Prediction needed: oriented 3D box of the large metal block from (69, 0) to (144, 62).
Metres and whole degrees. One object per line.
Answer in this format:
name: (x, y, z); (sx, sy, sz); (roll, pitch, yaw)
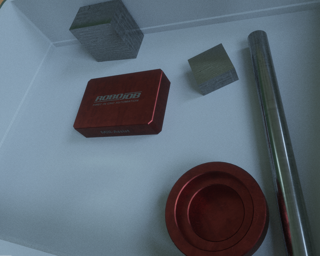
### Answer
large metal block: (-0.085, -0.156, 0.509); (0.080, 0.080, 0.050); (1, 63, 28)

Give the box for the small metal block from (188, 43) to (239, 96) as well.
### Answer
small metal block: (0.071, -0.079, 0.416); (0.050, 0.025, 0.050); (-25, 53, 12)

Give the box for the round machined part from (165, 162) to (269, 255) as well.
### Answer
round machined part: (0.058, 0.087, 0.310); (0.098, 0.042, 0.098); (-13, 56, 20)

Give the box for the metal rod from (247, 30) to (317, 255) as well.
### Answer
metal rod: (0.126, 0.008, 0.334); (0.025, 0.025, 0.299); (-12, 57, 21)

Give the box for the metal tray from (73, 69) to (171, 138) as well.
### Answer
metal tray: (-0.055, -0.034, 0.451); (0.130, 0.030, 0.090); (-3, 60, 26)
